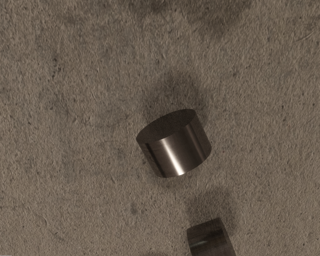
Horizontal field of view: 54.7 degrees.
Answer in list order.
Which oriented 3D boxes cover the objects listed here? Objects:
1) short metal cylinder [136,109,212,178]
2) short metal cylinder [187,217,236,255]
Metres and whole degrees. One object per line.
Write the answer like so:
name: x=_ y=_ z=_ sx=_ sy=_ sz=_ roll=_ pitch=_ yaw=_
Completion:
short metal cylinder: x=0.018 y=0.018 z=0.387 sx=0.080 sy=0.080 sz=0.050 roll=-24 pitch=109 yaw=8
short metal cylinder: x=0.077 y=0.176 z=0.447 sx=0.050 sy=0.080 sz=0.080 roll=-23 pitch=109 yaw=8
